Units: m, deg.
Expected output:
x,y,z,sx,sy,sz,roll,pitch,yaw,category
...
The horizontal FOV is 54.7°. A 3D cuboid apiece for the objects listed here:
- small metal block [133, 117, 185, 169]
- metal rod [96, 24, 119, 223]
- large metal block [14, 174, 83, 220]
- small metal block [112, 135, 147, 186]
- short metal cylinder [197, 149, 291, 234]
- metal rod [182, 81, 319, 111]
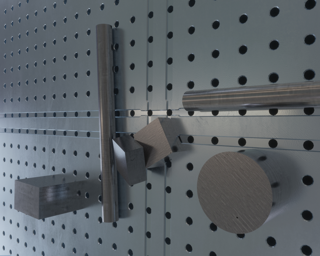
x,y,z,sx,sy,sz,roll,pitch,yaw,category
-0.002,0.020,0.412,0.050,0.025,0.050,-35,69,34,small metal block
-0.081,-0.008,0.476,0.025,0.025,0.298,-4,88,40,metal rod
-0.191,0.114,0.531,0.080,0.081,0.050,3,92,40,large metal block
-0.042,0.043,0.423,0.050,0.025,0.050,34,135,57,small metal block
0.086,0.063,0.322,0.080,0.050,0.080,0,90,40,short metal cylinder
0.150,-0.032,0.285,0.300,0.025,0.025,1,91,40,metal rod
